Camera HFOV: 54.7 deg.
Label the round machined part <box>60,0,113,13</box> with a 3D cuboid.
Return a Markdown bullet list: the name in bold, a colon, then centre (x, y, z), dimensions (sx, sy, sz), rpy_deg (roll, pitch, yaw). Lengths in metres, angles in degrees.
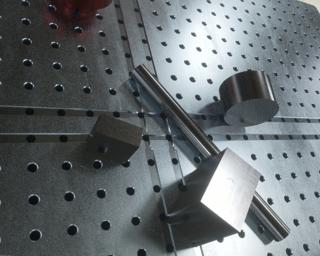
- **round machined part**: centre (-0.118, -0.213, 0.465), dimensions (0.099, 0.042, 0.098), rpy_deg (14, 56, -21)

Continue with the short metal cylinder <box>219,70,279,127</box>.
- **short metal cylinder**: centre (0.135, -0.043, 0.474), dimensions (0.081, 0.080, 0.050), rpy_deg (10, 58, -24)

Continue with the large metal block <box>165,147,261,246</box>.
- **large metal block**: centre (0.061, 0.081, 0.358), dimensions (0.050, 0.080, 0.080), rpy_deg (39, 51, -3)

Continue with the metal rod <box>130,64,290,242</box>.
- **metal rod**: centre (0.065, 0.030, 0.426), dimensions (0.300, 0.025, 0.025), rpy_deg (49, 51, 6)

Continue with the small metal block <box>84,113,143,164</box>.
- **small metal block**: centre (-0.054, 0.014, 0.356), dimensions (0.050, 0.050, 0.025), rpy_deg (20, 54, -17)
